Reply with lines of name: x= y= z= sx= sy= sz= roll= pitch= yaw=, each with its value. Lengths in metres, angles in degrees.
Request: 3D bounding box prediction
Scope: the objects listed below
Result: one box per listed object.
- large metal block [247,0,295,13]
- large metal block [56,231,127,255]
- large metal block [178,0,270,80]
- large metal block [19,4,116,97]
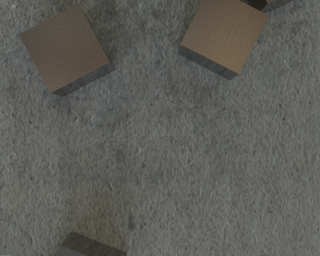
large metal block: x=0.150 y=-0.203 z=0.399 sx=0.080 sy=0.050 sz=0.080 roll=-25 pitch=90 yaw=-1
large metal block: x=-0.097 y=0.192 z=0.396 sx=0.080 sy=0.050 sz=0.080 roll=22 pitch=90 yaw=-1
large metal block: x=0.078 y=-0.118 z=0.398 sx=0.080 sy=0.050 sz=0.080 roll=27 pitch=90 yaw=-1
large metal block: x=-0.115 y=-0.096 z=0.396 sx=0.080 sy=0.050 sz=0.080 roll=-28 pitch=90 yaw=0
